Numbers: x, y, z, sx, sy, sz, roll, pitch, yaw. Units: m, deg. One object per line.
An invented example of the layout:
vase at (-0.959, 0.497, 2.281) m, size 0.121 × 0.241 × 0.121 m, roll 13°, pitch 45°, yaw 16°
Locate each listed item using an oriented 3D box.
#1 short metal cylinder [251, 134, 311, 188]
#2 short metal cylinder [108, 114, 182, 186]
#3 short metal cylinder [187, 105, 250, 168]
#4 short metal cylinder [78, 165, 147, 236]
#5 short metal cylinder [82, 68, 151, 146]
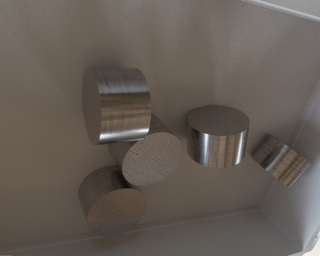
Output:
short metal cylinder at (0.200, 0.054, 0.516) m, size 0.080 × 0.080 × 0.050 m, roll 30°, pitch 102°, yaw -38°
short metal cylinder at (-0.019, 0.027, 0.396) m, size 0.081 × 0.050 × 0.079 m, roll -16°, pitch 127°, yaw -22°
short metal cylinder at (0.077, 0.009, 0.421) m, size 0.081 × 0.080 × 0.050 m, roll -15°, pitch 125°, yaw -20°
short metal cylinder at (-0.064, 0.098, 0.418) m, size 0.081 × 0.050 × 0.079 m, roll -14°, pitch 124°, yaw -21°
short metal cylinder at (-0.049, -0.024, 0.332) m, size 0.050 × 0.080 × 0.079 m, roll -6°, pitch 121°, yaw -25°
